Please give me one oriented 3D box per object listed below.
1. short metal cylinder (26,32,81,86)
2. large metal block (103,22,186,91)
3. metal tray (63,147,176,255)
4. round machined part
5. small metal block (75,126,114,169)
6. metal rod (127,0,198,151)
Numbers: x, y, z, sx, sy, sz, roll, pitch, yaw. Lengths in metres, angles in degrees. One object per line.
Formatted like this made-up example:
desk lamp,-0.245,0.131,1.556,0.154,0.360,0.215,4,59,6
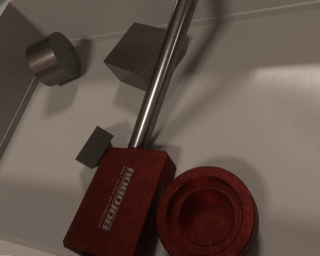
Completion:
short metal cylinder,-0.182,-0.118,0.536,0.050,0.080,0.080,-20,54,16
large metal block,-0.023,-0.105,0.465,0.080,0.050,0.080,26,76,36
metal tray,-0.043,0.086,0.359,0.090,0.030,0.130,2,54,28
round machined part,0.049,0.091,0.312,0.098,0.042,0.098,-13,56,20
small metal block,-0.089,0.027,0.416,0.050,0.025,0.050,-59,10,-14
metal rod,0.018,-0.110,0.379,0.025,0.025,0.298,27,103,37
